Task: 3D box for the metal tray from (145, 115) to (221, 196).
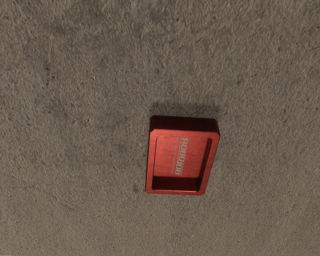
[{"bbox_3d":[0.027,0.043,0.441,0.091,0.030,0.129,3,130,-3],"label":"metal tray"}]
